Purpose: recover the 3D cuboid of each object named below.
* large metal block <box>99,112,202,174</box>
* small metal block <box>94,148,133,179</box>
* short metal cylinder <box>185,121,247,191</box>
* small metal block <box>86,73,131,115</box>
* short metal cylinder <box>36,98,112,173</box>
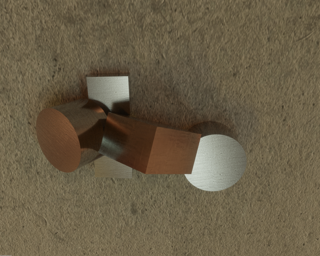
[{"bbox_3d":[-0.011,0.018,0.368,0.081,0.080,0.050,10,95,-48],"label":"large metal block"},{"bbox_3d":[-0.062,0.040,0.425,0.050,0.025,0.050,3,110,-2],"label":"small metal block"},{"bbox_3d":[0.068,0.036,0.412,0.081,0.050,0.079,0,110,-1],"label":"short metal cylinder"},{"bbox_3d":[-0.063,-0.043,0.394,0.050,0.025,0.050,-1,110,0],"label":"small metal block"},{"bbox_3d":[-0.105,0.008,0.380,0.080,0.050,0.079,14,115,33],"label":"short metal cylinder"}]
